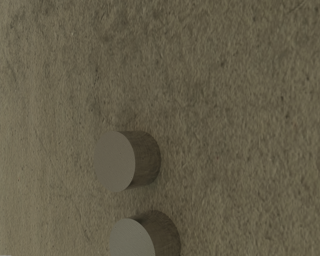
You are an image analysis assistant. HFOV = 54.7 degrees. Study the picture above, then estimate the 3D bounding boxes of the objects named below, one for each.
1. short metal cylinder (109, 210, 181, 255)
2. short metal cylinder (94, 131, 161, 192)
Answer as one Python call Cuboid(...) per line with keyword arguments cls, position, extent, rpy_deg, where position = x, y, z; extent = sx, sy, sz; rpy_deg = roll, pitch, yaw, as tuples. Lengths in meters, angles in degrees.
Cuboid(cls="short metal cylinder", position=(-0.020, 0.152, 0.403), extent=(0.080, 0.050, 0.079), rpy_deg=(0, 90, 39))
Cuboid(cls="short metal cylinder", position=(-0.045, 0.044, 0.424), extent=(0.080, 0.050, 0.079), rpy_deg=(0, 90, 39))
